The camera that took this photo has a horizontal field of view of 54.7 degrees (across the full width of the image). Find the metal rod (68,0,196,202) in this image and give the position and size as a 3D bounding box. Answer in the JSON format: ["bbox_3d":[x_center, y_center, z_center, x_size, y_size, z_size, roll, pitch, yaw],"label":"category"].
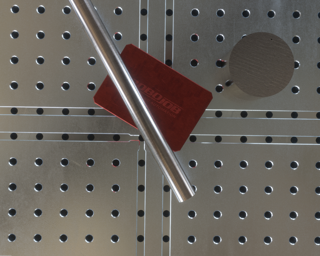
[{"bbox_3d":[-0.039,-0.046,0.382,0.025,0.025,0.299,-29,90,0],"label":"metal rod"}]

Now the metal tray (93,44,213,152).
[{"bbox_3d":[-0.009,-0.039,0.411,0.130,0.030,0.090,32,90,-1],"label":"metal tray"}]

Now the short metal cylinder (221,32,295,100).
[{"bbox_3d":[0.124,-0.077,0.403,0.081,0.050,0.079,0,90,-1],"label":"short metal cylinder"}]
